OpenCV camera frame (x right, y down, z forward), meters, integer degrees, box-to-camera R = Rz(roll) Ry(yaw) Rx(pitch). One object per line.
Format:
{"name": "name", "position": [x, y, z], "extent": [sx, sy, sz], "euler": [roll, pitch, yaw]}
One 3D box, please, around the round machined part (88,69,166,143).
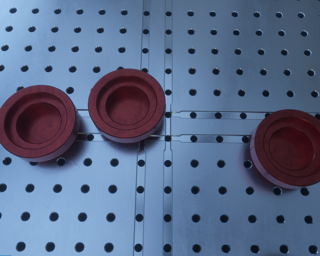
{"name": "round machined part", "position": [-0.042, -0.026, 0.412], "extent": [0.099, 0.042, 0.098], "euler": [0, 70, -1]}

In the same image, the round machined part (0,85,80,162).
{"name": "round machined part", "position": [-0.153, -0.003, 0.402], "extent": [0.099, 0.042, 0.098], "euler": [0, 70, -1]}

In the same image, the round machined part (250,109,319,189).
{"name": "round machined part", "position": [0.164, 0.029, 0.394], "extent": [0.099, 0.042, 0.098], "euler": [0, 70, -1]}
